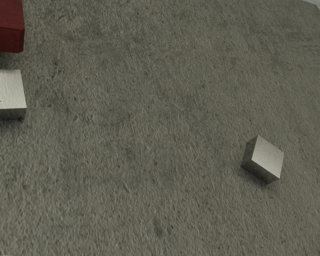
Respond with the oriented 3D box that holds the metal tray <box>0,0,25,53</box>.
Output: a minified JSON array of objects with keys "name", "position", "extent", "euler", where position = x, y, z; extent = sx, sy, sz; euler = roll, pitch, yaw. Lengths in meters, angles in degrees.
[{"name":"metal tray","position":[-0.208,-0.139,0.352],"extent":[0.091,0.030,0.130],"euler":[0,46,-28]}]

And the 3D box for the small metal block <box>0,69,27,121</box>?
[{"name":"small metal block","position":[-0.175,-0.035,0.332],"extent":[0.050,0.025,0.050],"euler":[-5,64,-31]}]

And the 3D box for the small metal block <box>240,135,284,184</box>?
[{"name":"small metal block","position":[0.153,0.047,0.460],"extent":[0.050,0.025,0.050],"euler":[34,51,-6]}]
